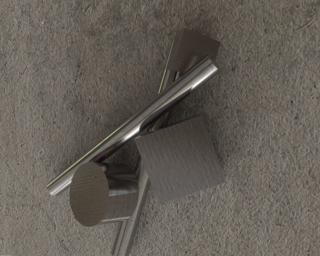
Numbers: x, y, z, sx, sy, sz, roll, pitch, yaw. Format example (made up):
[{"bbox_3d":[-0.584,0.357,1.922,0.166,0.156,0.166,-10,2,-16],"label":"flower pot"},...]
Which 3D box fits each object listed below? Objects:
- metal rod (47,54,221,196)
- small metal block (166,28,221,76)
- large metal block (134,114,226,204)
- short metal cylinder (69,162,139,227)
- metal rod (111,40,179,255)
[{"bbox_3d":[-0.049,0.009,0.409,0.299,0.025,0.025,-37,78,23],"label":"metal rod"},{"bbox_3d":[0.041,-0.089,0.382,0.050,0.025,0.050,14,96,-21],"label":"small metal block"},{"bbox_3d":[0.025,0.034,0.372,0.080,0.050,0.080,-20,93,6],"label":"large metal block"},{"bbox_3d":[-0.075,0.086,0.410,0.080,0.050,0.080,-7,79,39],"label":"short metal cylinder"},{"bbox_3d":[-0.014,0.033,0.414,0.025,0.025,0.298,18,96,19],"label":"metal rod"}]
